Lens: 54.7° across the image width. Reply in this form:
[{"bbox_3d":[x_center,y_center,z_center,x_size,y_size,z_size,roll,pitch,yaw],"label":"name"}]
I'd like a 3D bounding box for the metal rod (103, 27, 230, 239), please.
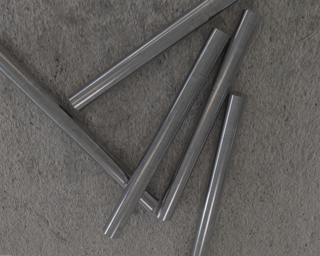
[{"bbox_3d":[0.003,0.015,0.397,0.025,0.025,0.298,27,101,-10],"label":"metal rod"}]

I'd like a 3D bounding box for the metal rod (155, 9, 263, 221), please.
[{"bbox_3d":[0.056,-0.002,0.409,0.025,0.025,0.298,19,109,-7],"label":"metal rod"}]

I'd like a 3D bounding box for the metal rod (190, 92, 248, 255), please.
[{"bbox_3d":[0.077,0.095,0.445,0.025,0.025,0.298,8,110,-3],"label":"metal rod"}]

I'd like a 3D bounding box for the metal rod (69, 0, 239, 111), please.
[{"bbox_3d":[0.015,-0.112,0.368,0.300,0.025,0.025,-33,107,11],"label":"metal rod"}]

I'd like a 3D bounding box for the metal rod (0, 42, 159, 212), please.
[{"bbox_3d":[-0.109,0.005,0.410,0.025,0.025,0.300,-39,106,13],"label":"metal rod"}]
